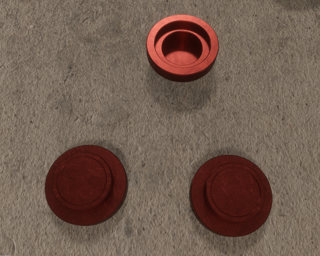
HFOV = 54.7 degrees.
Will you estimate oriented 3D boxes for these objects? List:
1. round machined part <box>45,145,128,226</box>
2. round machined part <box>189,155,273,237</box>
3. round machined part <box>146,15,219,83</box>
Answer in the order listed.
[{"bbox_3d":[-0.090,0.067,0.374,0.099,0.042,0.098,0,70,-1],"label":"round machined part"},{"bbox_3d":[0.086,0.079,0.371,0.099,0.042,0.098,0,70,-1],"label":"round machined part"},{"bbox_3d":[0.030,-0.107,0.439,0.099,0.042,0.098,0,70,-1],"label":"round machined part"}]
